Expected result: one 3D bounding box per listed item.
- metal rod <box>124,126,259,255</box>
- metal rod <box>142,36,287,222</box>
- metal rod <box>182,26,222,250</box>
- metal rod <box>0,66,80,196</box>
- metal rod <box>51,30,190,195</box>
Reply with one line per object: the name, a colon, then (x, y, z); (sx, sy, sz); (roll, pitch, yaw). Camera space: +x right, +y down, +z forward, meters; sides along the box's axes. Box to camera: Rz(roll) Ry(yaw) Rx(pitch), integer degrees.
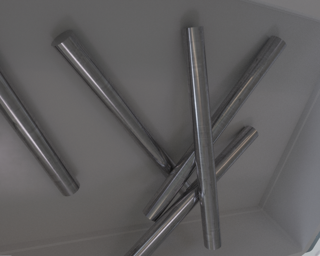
metal rod: (0.042, 0.100, 0.439); (0.301, 0.025, 0.025); (-42, 132, -21)
metal rod: (0.074, 0.002, 0.428); (0.025, 0.025, 0.299); (35, 92, -39)
metal rod: (0.057, 0.025, 0.401); (0.025, 0.025, 0.298); (-14, 108, -21)
metal rod: (-0.154, -0.035, 0.302); (0.025, 0.025, 0.299); (-28, 128, -11)
metal rod: (-0.027, 0.005, 0.397); (0.025, 0.025, 0.300); (-38, 129, -2)
